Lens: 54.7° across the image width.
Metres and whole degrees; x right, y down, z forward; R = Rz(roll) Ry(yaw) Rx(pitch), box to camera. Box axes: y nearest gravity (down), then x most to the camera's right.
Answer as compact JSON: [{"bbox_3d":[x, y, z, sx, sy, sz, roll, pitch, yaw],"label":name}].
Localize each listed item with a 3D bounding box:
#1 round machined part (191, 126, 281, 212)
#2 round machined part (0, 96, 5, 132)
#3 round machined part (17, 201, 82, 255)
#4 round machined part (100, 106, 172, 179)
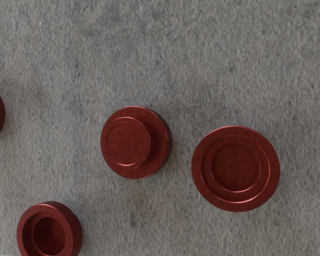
[{"bbox_3d":[0.090,0.046,0.368,0.098,0.042,0.097,0,90,19],"label":"round machined part"},{"bbox_3d":[-0.308,-0.023,0.506,0.098,0.042,0.097,0,90,19],"label":"round machined part"},{"bbox_3d":[-0.156,0.155,0.453,0.098,0.042,0.097,0,90,19],"label":"round machined part"},{"bbox_3d":[-0.037,0.020,0.412,0.098,0.042,0.097,0,90,19],"label":"round machined part"}]
